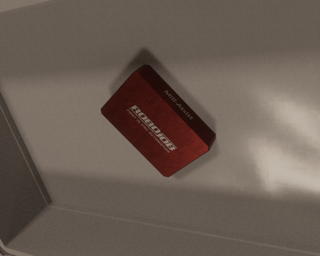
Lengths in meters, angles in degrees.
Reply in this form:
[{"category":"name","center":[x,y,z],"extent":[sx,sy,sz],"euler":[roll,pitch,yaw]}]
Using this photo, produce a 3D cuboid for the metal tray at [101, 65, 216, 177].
[{"category":"metal tray","center":[-0.004,-0.006,0.403],"extent":[0.130,0.030,0.090],"euler":[46,129,-5]}]
